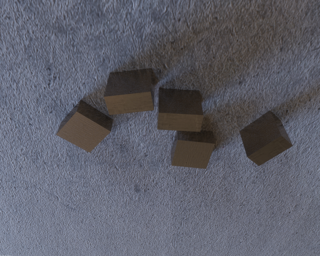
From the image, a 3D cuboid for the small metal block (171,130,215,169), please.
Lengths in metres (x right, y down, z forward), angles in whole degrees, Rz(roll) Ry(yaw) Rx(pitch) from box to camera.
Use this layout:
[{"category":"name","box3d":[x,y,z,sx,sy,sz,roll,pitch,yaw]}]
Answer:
[{"category":"small metal block","box3d":[0.045,0.029,0.432,0.050,0.025,0.050,6,130,-6]}]

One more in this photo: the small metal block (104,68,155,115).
[{"category":"small metal block","box3d":[-0.033,-0.042,0.354,0.050,0.050,0.025,-6,130,5]}]

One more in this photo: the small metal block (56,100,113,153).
[{"category":"small metal block","box3d":[-0.098,-0.001,0.405,0.050,0.025,0.050,33,123,-25]}]

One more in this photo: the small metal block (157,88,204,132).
[{"category":"small metal block","box3d":[0.023,-0.022,0.372,0.050,0.050,0.025,3,130,-3]}]

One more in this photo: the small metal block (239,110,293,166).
[{"category":"small metal block","box3d":[0.136,0.013,0.403,0.025,0.050,0.050,36,122,-26]}]
